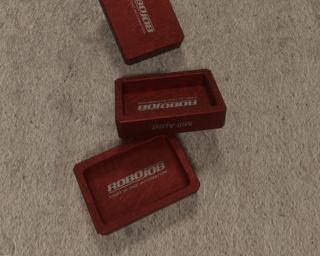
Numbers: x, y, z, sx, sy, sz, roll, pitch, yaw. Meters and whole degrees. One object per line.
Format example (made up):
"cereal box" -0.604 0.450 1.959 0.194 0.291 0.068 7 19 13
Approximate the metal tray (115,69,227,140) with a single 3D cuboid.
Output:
"metal tray" 0.010 -0.033 0.397 0.131 0.030 0.090 -7 44 -3

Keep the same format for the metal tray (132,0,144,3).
"metal tray" -0.024 -0.273 0.504 0.090 0.030 0.130 40 74 13

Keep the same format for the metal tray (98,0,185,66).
"metal tray" -0.031 -0.167 0.448 0.091 0.030 0.129 -22 88 -8

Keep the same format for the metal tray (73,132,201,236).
"metal tray" -0.028 0.063 0.382 0.131 0.030 0.090 -24 72 -9
